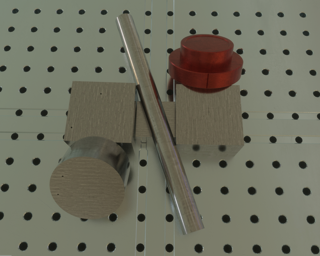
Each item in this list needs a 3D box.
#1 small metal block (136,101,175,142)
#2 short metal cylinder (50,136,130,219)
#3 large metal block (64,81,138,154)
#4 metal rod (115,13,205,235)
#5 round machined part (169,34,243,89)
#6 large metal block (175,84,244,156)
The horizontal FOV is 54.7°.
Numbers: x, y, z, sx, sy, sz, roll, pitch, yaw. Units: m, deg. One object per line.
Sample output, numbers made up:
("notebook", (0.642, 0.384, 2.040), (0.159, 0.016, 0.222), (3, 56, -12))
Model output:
("small metal block", (-0.006, -0.008, 0.415), (0.050, 0.025, 0.050), (1, 70, 0))
("short metal cylinder", (-0.077, 0.056, 0.355), (0.080, 0.050, 0.079), (0, 113, 1))
("large metal block", (-0.072, -0.013, 0.403), (0.081, 0.050, 0.080), (2, 70, 0))
("metal rod", (-0.007, -0.020, 0.391), (0.025, 0.025, 0.299), (-16, 71, -6))
("round machined part", (0.061, -0.094, 0.411), (0.099, 0.042, 0.098), (1, 35, 0))
("large metal block", (0.060, -0.009, 0.403), (0.081, 0.050, 0.080), (1, 70, 0))
